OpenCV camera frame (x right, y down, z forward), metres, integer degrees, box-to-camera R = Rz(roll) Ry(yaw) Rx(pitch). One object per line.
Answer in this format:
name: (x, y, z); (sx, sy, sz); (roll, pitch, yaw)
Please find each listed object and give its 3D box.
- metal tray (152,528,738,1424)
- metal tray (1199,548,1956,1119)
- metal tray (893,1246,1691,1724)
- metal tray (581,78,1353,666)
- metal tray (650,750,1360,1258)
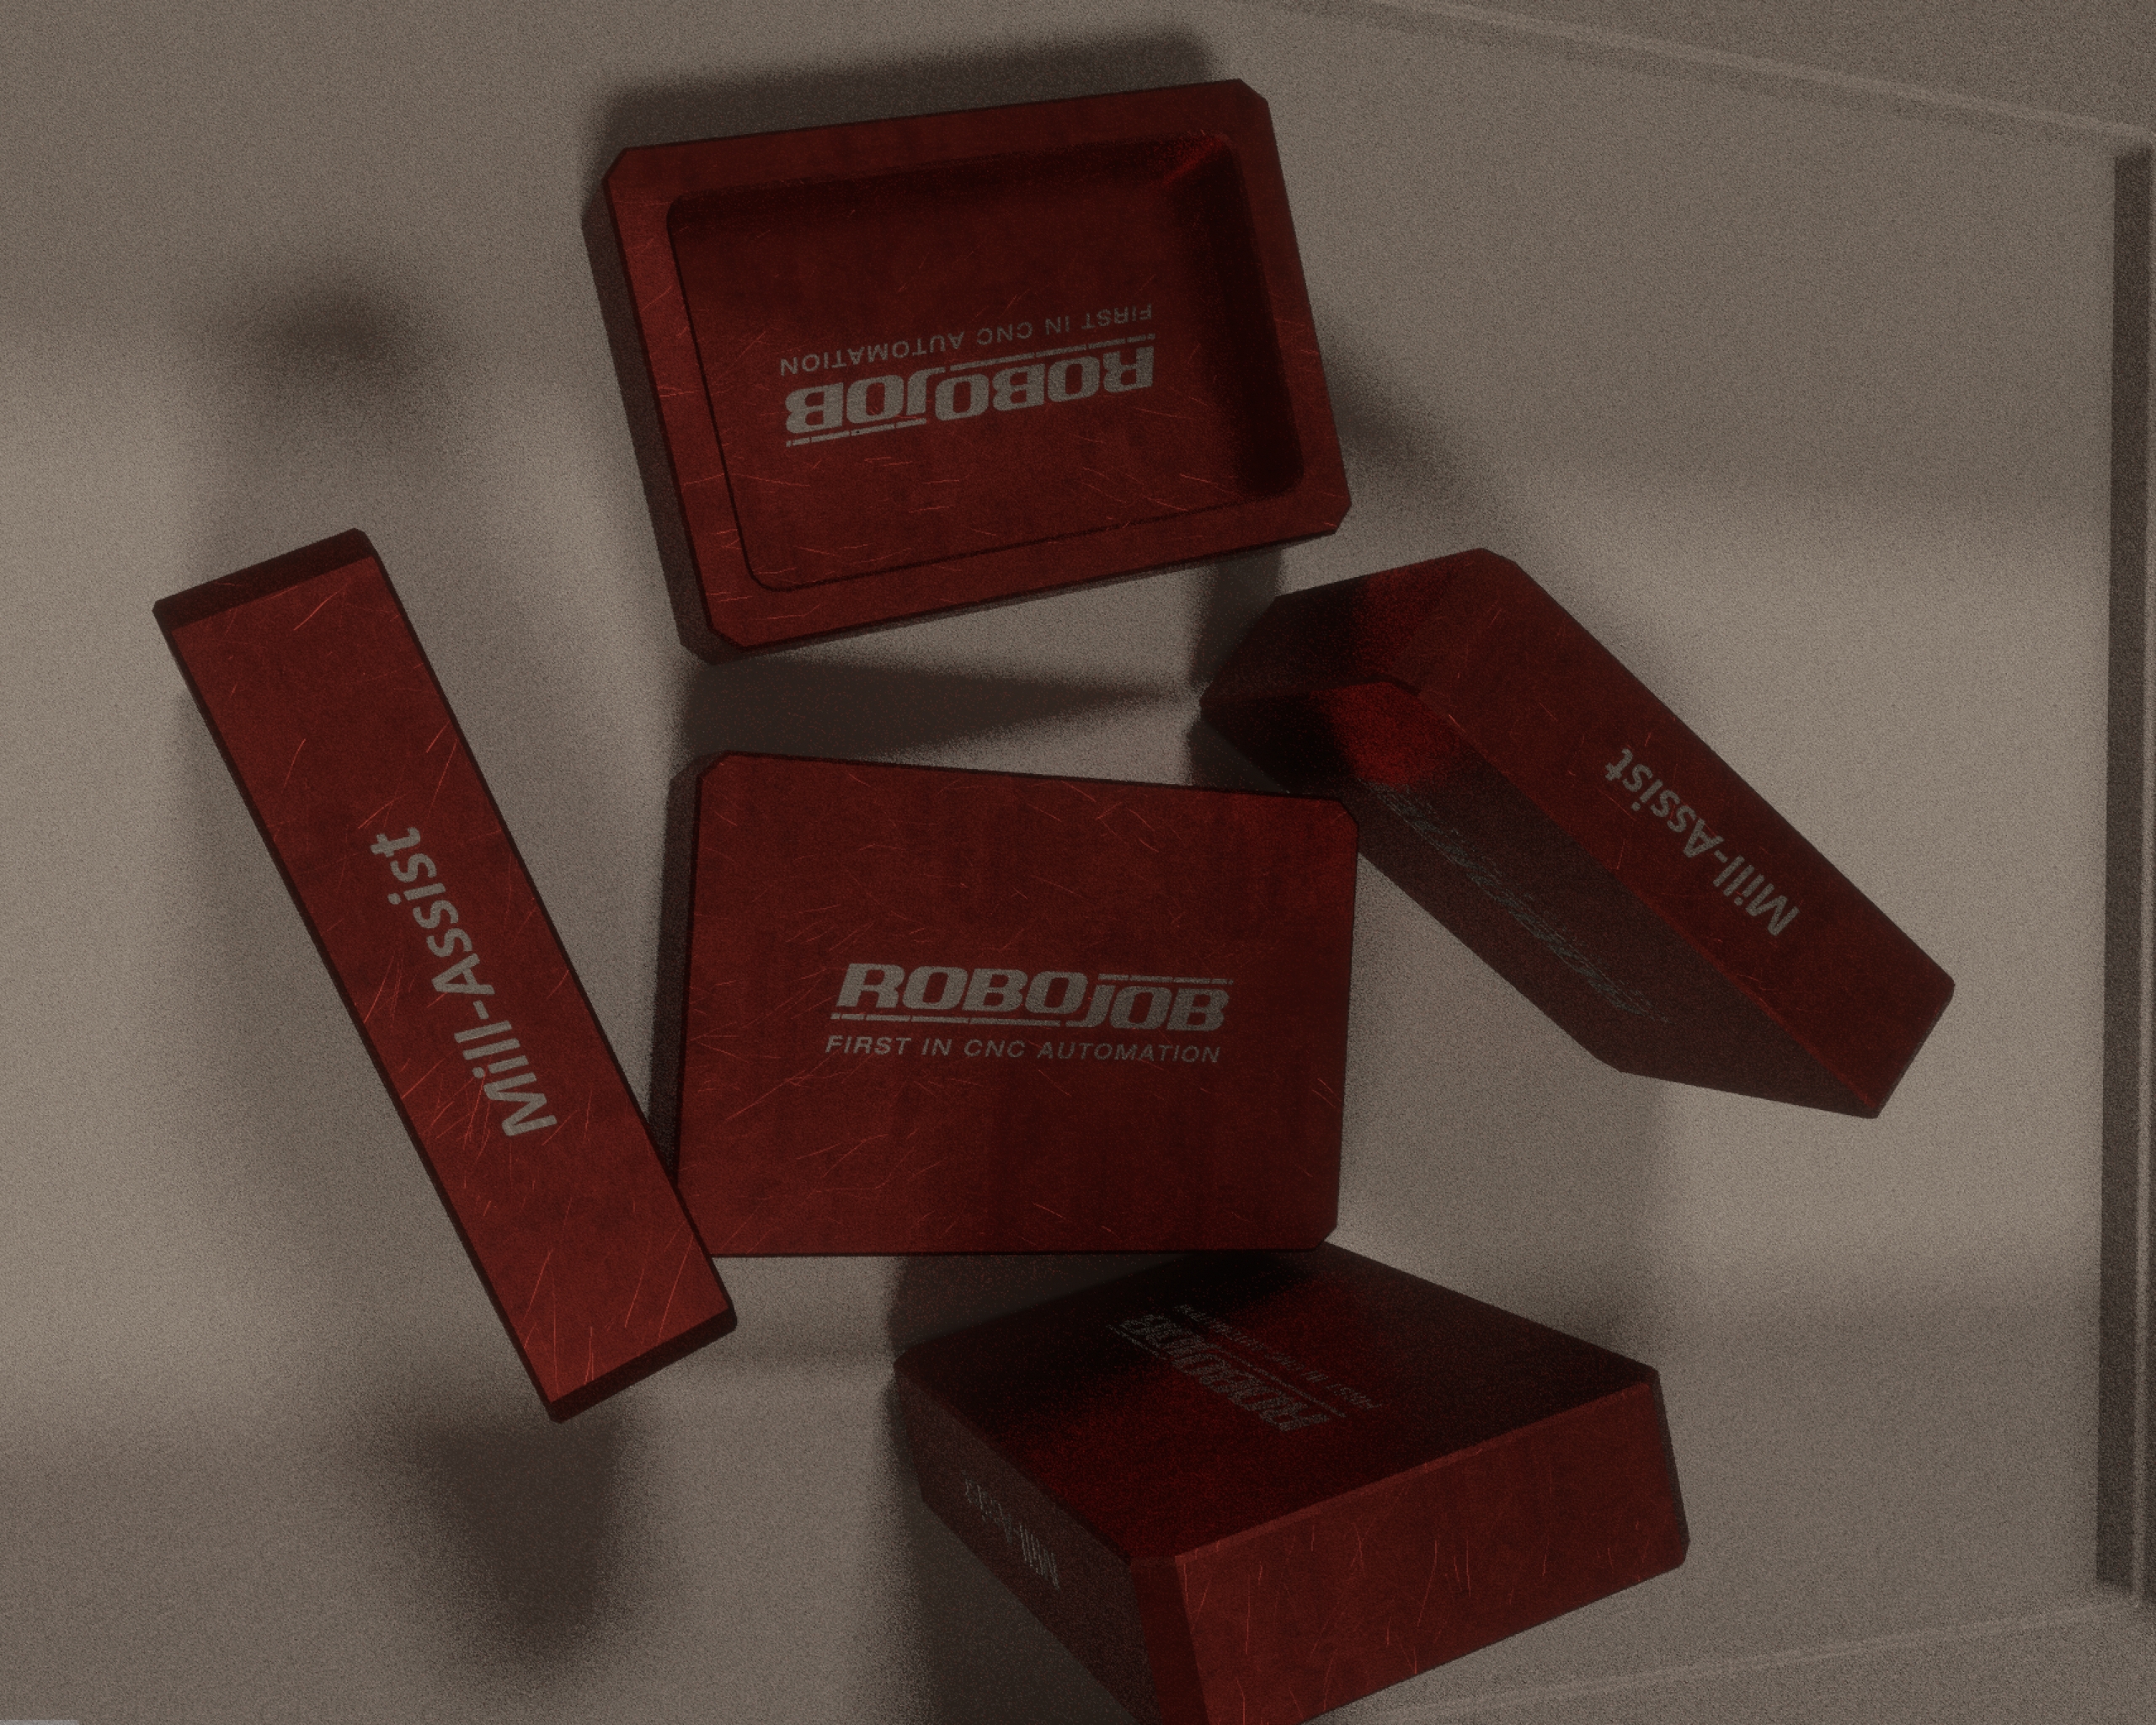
metal tray: (-0.103, 0.017, 0.336); (0.030, 0.090, 0.129); (-26, 99, -19)
metal tray: (0.095, -0.004, 0.410); (0.130, 0.090, 0.030); (39, 78, -16)
metal tray: (0.030, 0.101, 0.364); (0.091, 0.130, 0.030); (-13, 95, -20)
metal tray: (-0.019, -0.095, 0.400); (0.131, 0.030, 0.089); (-14, 95, -20)
metal tray: (-0.013, 0.028, 0.401); (0.131, 0.030, 0.089); (4, 89, -21)
